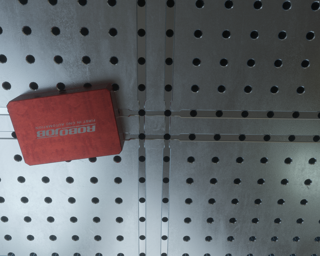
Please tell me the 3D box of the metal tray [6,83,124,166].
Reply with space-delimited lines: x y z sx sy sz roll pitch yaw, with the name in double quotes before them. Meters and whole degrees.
"metal tray" -0.120 -0.004 0.408 0.131 0.030 0.089 -8 110 2
